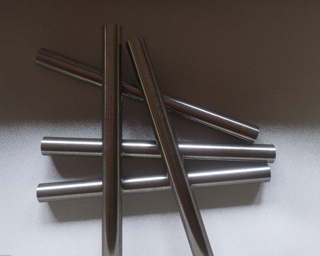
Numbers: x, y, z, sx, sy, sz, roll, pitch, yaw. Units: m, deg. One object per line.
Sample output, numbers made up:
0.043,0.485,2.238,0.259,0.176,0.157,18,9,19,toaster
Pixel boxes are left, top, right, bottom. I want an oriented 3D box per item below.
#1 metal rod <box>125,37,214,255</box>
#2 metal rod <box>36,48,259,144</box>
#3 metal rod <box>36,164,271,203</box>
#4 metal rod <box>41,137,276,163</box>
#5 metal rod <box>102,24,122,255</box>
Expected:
0.014,0.034,0.385,0.025,0.025,0.298,-18,90,0,metal rod
-0.016,-0.042,0.409,0.302,0.025,0.025,20,90,-1,metal rod
-0.007,0.073,0.410,0.302,0.025,0.025,-5,90,-1,metal rod
-0.001,0.029,0.409,0.302,0.025,0.025,2,90,-1,metal rod
-0.059,0.024,0.383,0.025,0.025,0.298,0,90,-1,metal rod
